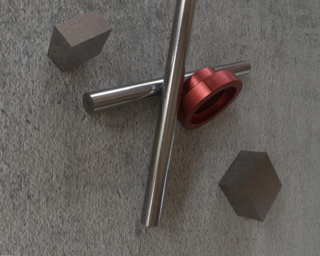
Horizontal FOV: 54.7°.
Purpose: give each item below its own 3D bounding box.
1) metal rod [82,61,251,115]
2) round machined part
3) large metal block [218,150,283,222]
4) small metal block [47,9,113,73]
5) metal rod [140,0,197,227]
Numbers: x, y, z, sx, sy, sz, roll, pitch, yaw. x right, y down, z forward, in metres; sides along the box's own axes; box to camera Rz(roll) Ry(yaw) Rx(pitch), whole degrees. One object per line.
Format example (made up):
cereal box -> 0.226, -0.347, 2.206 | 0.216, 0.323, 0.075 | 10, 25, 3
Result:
metal rod -> 0.033, -0.065, 0.434 | 0.302, 0.025, 0.025 | -19, 102, -39
round machined part -> 0.060, -0.045, 0.423 | 0.099, 0.097, 0.042 | -19, 64, -39
large metal block -> 0.154, 0.096, 0.521 | 0.080, 0.050, 0.080 | -48, 119, -30
small metal block -> -0.083, -0.088, 0.316 | 0.050, 0.050, 0.025 | -38, 91, -34
metal rod -> 0.011, -0.025, 0.387 | 0.025, 0.025, 0.298 | 6, 95, -40
